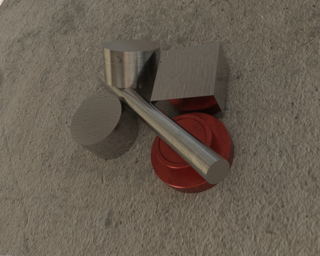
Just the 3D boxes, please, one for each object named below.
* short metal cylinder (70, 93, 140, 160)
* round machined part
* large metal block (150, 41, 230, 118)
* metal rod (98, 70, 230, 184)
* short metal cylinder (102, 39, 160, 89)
[{"bbox_3d":[-0.076,-0.002,0.431,0.080,0.050,0.080,-13,56,21],"label":"short metal cylinder"},{"bbox_3d":[0.033,0.023,0.362,0.098,0.042,0.098,-13,56,21],"label":"round machined part"},{"bbox_3d":[0.042,-0.058,0.401,0.080,0.050,0.080,-3,60,26],"label":"large metal block"},{"bbox_3d":[-0.019,-0.023,0.386,0.025,0.025,0.300,-45,38,-3],"label":"metal rod"},{"bbox_3d":[-0.040,-0.094,0.444,0.081,0.050,0.080,1,27,0],"label":"short metal cylinder"}]
